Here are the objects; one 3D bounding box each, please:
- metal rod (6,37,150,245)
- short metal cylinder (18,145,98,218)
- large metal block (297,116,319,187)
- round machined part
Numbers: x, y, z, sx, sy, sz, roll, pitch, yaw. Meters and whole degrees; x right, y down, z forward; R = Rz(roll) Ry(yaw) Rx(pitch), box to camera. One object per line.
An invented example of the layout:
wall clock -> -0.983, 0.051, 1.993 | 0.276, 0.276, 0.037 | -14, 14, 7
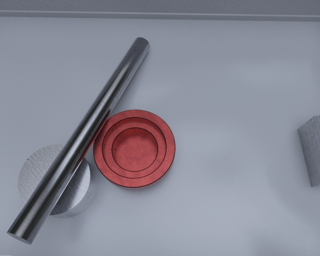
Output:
metal rod -> -0.078, -0.010, 0.371 | 0.025, 0.025, 0.300 | 20, 55, 7
short metal cylinder -> -0.119, 0.065, 0.371 | 0.081, 0.050, 0.080 | 0, 70, 0
large metal block -> 0.232, 0.028, 0.389 | 0.081, 0.050, 0.080 | -4, 70, -2
round machined part -> -0.031, 0.029, 0.390 | 0.099, 0.042, 0.098 | 0, 70, -1
